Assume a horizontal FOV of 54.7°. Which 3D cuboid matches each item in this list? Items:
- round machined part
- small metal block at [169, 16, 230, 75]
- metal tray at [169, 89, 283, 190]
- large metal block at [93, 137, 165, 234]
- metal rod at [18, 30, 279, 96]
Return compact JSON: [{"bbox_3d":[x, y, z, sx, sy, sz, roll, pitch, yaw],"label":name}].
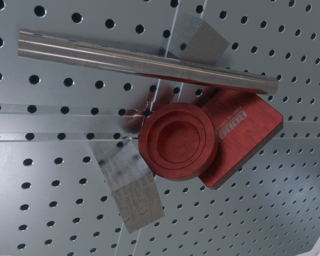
[{"bbox_3d":[0.026,0.020,0.396,0.098,0.098,0.042,-44,152,2],"label":"round machined part"},{"bbox_3d":[0.048,-0.098,0.377,0.050,0.025,0.050,27,103,-38],"label":"small metal block"},{"bbox_3d":[0.087,0.008,0.418,0.130,0.090,0.030,-43,152,1],"label":"metal tray"},{"bbox_3d":[-0.040,0.072,0.399,0.050,0.080,0.080,-24,127,-14],"label":"large metal block"},{"bbox_3d":[0.007,-0.067,0.348,0.302,0.025,0.025,5,116,-22],"label":"metal rod"}]
